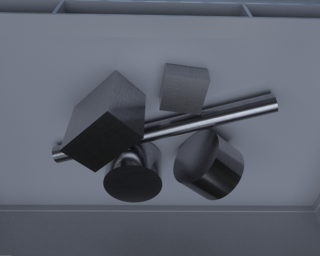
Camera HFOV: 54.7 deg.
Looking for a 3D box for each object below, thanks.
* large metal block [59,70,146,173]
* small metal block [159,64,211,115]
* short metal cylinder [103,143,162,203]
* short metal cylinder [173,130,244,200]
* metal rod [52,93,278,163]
[{"bbox_3d":[-0.064,-0.008,0.364,0.080,0.080,0.050,-36,122,26],"label":"large metal block"},{"bbox_3d":[0.028,-0.045,0.369,0.050,0.025,0.050,7,130,-6],"label":"small metal block"},{"bbox_3d":[-0.037,0.062,0.442,0.081,0.050,0.079,0,130,0],"label":"short metal cylinder"},{"bbox_3d":[0.064,0.049,0.414,0.050,0.080,0.080,35,122,-26],"label":"short metal cylinder"},{"bbox_3d":[-0.001,0.003,0.410,0.301,0.025,0.025,-13,129,10],"label":"metal rod"}]
